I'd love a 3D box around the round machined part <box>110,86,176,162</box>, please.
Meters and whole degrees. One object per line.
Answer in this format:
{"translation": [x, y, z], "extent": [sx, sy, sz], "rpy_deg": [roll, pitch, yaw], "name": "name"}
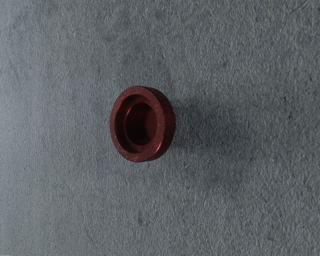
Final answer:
{"translation": [-0.018, -0.005, 0.410], "extent": [0.098, 0.042, 0.097], "rpy_deg": [0, 90, 40], "name": "round machined part"}
